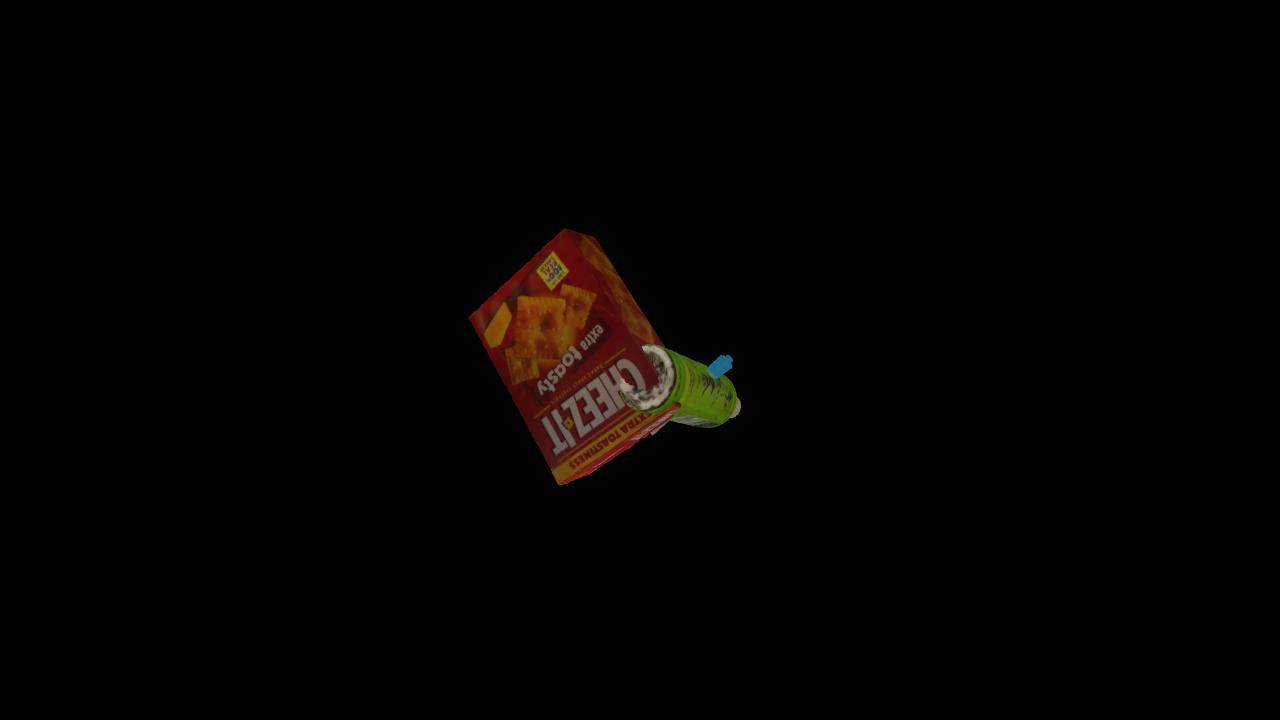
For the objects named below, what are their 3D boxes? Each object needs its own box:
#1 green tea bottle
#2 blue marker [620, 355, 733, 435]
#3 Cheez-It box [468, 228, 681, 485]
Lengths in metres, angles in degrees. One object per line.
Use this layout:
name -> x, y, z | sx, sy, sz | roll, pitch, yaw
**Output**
green tea bottle -> 0.058, 0.038, 0.682 | 0.073, 0.073, 0.212 | 0, -12, 30
blue marker -> 0.053, 0.036, 0.667 | 0.121, 0.020, 0.020 | -40, 5, -7
Cheez-It box -> -0.068, -0.003, 0.667 | 0.166, 0.223, 0.071 | -37, -13, 23
